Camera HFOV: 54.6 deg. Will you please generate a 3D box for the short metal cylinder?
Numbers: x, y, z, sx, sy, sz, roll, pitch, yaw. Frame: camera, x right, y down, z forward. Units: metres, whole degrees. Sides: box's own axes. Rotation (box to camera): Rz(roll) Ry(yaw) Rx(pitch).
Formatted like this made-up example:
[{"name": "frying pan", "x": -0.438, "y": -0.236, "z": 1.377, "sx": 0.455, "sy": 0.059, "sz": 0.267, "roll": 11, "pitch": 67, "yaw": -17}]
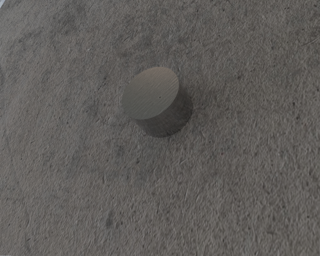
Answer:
[{"name": "short metal cylinder", "x": -0.003, "y": -0.034, "z": 0.411, "sx": 0.080, "sy": 0.050, "sz": 0.080, "roll": -13, "pitch": 56, "yaw": 21}]
